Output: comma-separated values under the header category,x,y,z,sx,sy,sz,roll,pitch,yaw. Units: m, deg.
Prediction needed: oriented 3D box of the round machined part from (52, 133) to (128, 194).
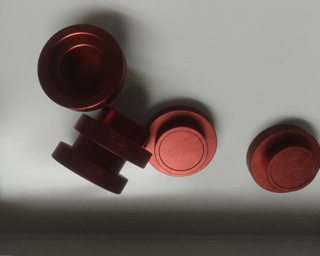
category,x,y,z,sx,sy,sz,roll,pitch,yaw
round machined part,-0.082,0.041,0.392,0.098,0.098,0.042,32,81,-12

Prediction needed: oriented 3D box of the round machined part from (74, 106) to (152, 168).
category,x,y,z,sx,sy,sz,roll,pitch,yaw
round machined part,-0.051,0.007,0.379,0.098,0.098,0.042,32,84,-12

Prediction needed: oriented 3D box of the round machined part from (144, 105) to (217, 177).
category,x,y,z,sx,sy,sz,roll,pitch,yaw
round machined part,0.027,0.022,0.411,0.099,0.042,0.097,0,110,-1

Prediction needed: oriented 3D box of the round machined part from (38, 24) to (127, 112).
category,x,y,z,sx,sy,sz,roll,pitch,yaw
round machined part,-0.087,-0.067,0.363,0.099,0.042,0.097,-1,84,6

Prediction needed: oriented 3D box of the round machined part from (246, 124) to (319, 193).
category,x,y,z,sx,sy,sz,roll,pitch,yaw
round machined part,0.173,0.048,0.422,0.099,0.042,0.097,0,110,-1
